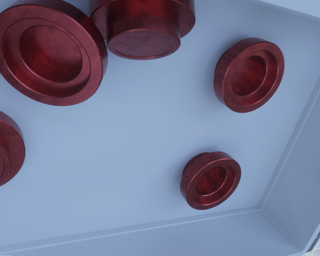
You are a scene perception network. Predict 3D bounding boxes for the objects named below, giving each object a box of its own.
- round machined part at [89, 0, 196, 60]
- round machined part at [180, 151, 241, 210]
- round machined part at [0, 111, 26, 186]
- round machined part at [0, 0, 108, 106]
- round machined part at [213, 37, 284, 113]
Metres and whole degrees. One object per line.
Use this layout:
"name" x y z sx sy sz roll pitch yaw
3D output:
"round machined part" -0.016 -0.096 0.291 0.099 0.098 0.042 2 80 -30
"round machined part" 0.074 0.077 0.486 0.099 0.042 0.097 -14 124 -21
"round machined part" -0.189 0.029 0.312 0.099 0.042 0.097 -14 124 -21
"round machined part" -0.096 -0.071 0.283 0.099 0.042 0.097 3 131 4
"round machined part" 0.113 -0.072 0.414 0.099 0.042 0.097 -14 124 -21
